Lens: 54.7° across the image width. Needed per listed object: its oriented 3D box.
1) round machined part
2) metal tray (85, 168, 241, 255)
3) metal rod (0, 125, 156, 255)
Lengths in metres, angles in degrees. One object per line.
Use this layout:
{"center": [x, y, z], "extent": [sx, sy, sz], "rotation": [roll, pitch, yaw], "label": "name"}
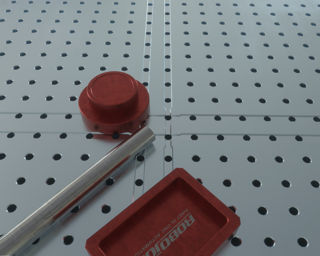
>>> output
{"center": [-0.064, -0.042, 0.431], "extent": [0.099, 0.042, 0.098], "rotation": [1, 50, 0], "label": "round machined part"}
{"center": [0.005, 0.110, 0.311], "extent": [0.131, 0.030, 0.090], "rotation": [-35, 59, -26], "label": "metal tray"}
{"center": [-0.117, 0.091, 0.329], "extent": [0.025, 0.025, 0.302], "rotation": [36, 58, 26], "label": "metal rod"}
